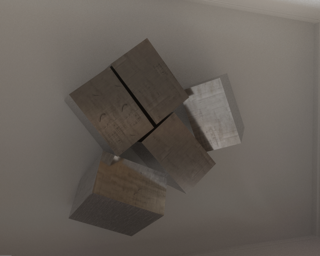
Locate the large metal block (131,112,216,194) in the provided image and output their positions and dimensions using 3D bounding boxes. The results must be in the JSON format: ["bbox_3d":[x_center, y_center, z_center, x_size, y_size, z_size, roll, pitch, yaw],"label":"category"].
[{"bbox_3d":[0.009,0.028,0.384,0.050,0.080,0.080,-44,104,-15],"label":"large metal block"}]

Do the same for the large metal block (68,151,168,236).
[{"bbox_3d":[-0.048,0.079,0.356,0.080,0.080,0.050,23,48,-19],"label":"large metal block"}]

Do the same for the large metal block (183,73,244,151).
[{"bbox_3d":[0.071,-0.022,0.400,0.050,0.080,0.080,-17,98,21],"label":"large metal block"}]

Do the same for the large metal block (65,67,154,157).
[{"bbox_3d":[-0.062,-0.017,0.358,0.050,0.080,0.080,-39,103,-16],"label":"large metal block"}]

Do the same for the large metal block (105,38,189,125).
[{"bbox_3d":[-0.023,-0.051,0.372,0.050,0.080,0.080,-41,103,-16],"label":"large metal block"}]
